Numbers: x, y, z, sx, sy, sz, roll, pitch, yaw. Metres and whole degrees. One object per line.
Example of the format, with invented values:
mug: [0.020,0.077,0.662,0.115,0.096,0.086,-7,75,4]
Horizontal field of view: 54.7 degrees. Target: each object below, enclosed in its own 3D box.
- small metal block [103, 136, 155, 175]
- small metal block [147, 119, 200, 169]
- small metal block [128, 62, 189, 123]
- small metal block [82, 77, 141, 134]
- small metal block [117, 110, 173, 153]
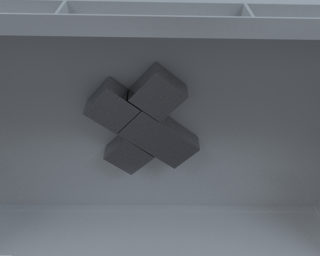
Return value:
small metal block: [-0.043,0.034,0.435,0.050,0.025,0.050,35,123,-26]
small metal block: [0.018,0.023,0.426,0.050,0.025,0.050,34,122,-26]
small metal block: [-0.002,-0.042,0.370,0.050,0.025,0.050,34,121,-26]
small metal block: [-0.058,-0.027,0.383,0.050,0.025,0.050,34,122,-26]
small metal block: [-0.019,-0.002,0.404,0.050,0.025,0.050,34,122,-26]
